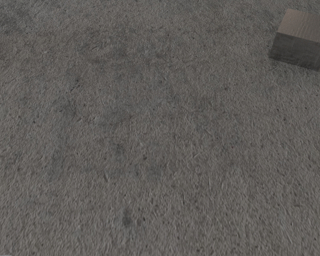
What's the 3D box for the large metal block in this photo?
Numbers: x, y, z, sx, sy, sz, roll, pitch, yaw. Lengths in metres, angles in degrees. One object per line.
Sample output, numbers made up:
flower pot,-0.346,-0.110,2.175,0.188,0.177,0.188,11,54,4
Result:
large metal block,0.236,-0.147,0.512,0.080,0.050,0.080,21,53,17
